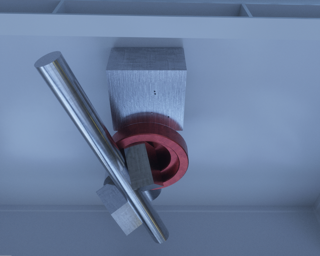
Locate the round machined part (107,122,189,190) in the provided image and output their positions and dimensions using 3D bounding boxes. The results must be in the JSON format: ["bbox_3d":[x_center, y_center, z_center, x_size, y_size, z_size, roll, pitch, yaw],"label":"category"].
[{"bbox_3d":[-0.015,0.030,0.383,0.099,0.042,0.097,-1,130,0],"label":"round machined part"}]

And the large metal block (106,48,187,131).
[{"bbox_3d":[-0.014,-0.043,0.352,0.081,0.050,0.079,0,130,-1],"label":"large metal block"}]

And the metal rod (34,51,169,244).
[{"bbox_3d":[-0.047,0.048,0.356,0.025,0.025,0.299,-15,129,12],"label":"metal rod"}]

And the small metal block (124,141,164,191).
[{"bbox_3d":[-0.018,0.046,0.367,0.025,0.050,0.050,-17,163,9],"label":"small metal block"}]

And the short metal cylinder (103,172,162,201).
[{"bbox_3d":[-0.038,0.067,0.448,0.081,0.050,0.079,0,130,0],"label":"short metal cylinder"}]

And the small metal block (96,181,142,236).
[{"bbox_3d":[-0.055,0.106,0.412,0.025,0.050,0.050,-35,129,-15],"label":"small metal block"}]
